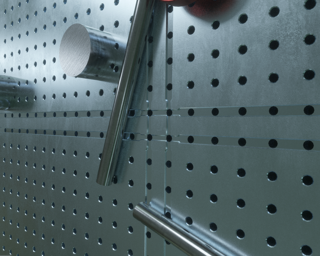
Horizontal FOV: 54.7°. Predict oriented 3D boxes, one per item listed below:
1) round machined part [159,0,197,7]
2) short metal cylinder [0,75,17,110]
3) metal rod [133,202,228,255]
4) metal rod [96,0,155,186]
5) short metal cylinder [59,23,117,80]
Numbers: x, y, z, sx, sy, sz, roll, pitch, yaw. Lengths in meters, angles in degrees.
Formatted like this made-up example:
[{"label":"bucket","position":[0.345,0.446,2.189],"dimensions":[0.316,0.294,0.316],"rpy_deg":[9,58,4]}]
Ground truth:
[{"label":"round machined part","position":[0.032,-0.195,0.372],"dimensions":[0.098,0.042,0.097],"rpy_deg":[0,90,40]},{"label":"short metal cylinder","position":[-0.365,-0.080,0.695],"dimensions":[0.080,0.050,0.080],"rpy_deg":[0,90,40]},{"label":"metal rod","position":[0.081,0.161,0.342],"dimensions":[0.300,0.025,0.025],"rpy_deg":[23,104,37]},{"label":"metal rod","position":[-0.050,-0.057,0.450],"dimensions":[0.025,0.025,0.298],"rpy_deg":[24,105,37]},{"label":"short metal cylinder","position":[-0.114,-0.118,0.487],"dimensions":[0.080,0.050,0.080],"rpy_deg":[0,90,40]}]
